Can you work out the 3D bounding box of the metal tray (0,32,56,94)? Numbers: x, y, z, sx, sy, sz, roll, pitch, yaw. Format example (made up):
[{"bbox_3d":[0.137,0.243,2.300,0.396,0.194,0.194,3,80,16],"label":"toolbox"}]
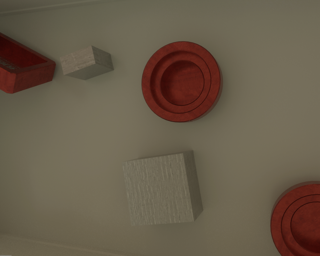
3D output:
[{"bbox_3d":[-0.231,-0.101,0.442,0.130,0.090,0.030,29,118,8],"label":"metal tray"}]

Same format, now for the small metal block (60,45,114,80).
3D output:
[{"bbox_3d":[-0.100,-0.089,0.431,0.050,0.050,0.025,-15,85,19],"label":"small metal block"}]

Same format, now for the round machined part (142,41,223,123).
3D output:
[{"bbox_3d":[0.030,-0.055,0.390,0.098,0.042,0.097,0,90,19],"label":"round machined part"}]

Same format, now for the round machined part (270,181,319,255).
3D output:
[{"bbox_3d":[0.174,0.107,0.340,0.098,0.042,0.097,0,90,19],"label":"round machined part"}]

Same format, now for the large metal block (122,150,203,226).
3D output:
[{"bbox_3d":[0.004,0.075,0.395,0.080,0.050,0.080,-10,87,19],"label":"large metal block"}]
